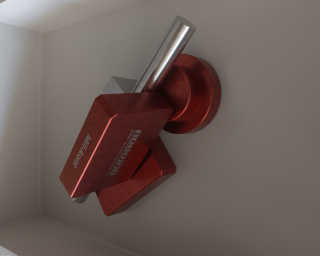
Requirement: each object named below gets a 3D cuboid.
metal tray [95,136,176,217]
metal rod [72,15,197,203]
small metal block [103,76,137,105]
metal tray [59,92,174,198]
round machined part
[{"bbox_3d":[-0.047,0.056,0.438,0.129,0.030,0.090,-42,65,31],"label":"metal tray"},{"bbox_3d":[-0.048,-0.002,0.391,0.025,0.025,0.298,52,124,27],"label":"metal rod"},{"bbox_3d":[-0.041,-0.042,0.420,0.025,0.050,0.050,-52,60,27],"label":"small metal block"},{"bbox_3d":[-0.050,0.019,0.353,0.030,0.091,0.129,49,125,25],"label":"metal tray"},{"bbox_3d":[0.020,-0.041,0.375,0.098,0.042,0.097,0,90,39],"label":"round machined part"}]
